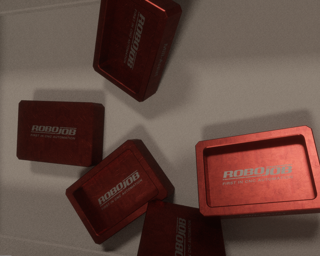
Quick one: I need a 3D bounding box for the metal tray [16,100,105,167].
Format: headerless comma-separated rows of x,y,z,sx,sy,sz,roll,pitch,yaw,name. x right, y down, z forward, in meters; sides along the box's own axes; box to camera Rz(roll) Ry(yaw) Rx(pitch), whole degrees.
-0.149,0.006,0.459,0.130,0.030,0.089,3,91,19,metal tray

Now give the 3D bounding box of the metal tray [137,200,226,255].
0.022,0.134,0.333,0.091,0.130,0.030,11,112,1,metal tray

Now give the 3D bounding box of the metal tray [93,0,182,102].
-0.034,-0.106,0.381,0.090,0.030,0.129,36,136,15,metal tray

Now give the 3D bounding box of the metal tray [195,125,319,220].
0.109,0.053,0.351,0.130,0.030,0.090,-10,63,19,metal tray

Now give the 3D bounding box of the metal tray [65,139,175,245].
-0.057,0.087,0.426,0.130,0.030,0.090,-38,78,15,metal tray
